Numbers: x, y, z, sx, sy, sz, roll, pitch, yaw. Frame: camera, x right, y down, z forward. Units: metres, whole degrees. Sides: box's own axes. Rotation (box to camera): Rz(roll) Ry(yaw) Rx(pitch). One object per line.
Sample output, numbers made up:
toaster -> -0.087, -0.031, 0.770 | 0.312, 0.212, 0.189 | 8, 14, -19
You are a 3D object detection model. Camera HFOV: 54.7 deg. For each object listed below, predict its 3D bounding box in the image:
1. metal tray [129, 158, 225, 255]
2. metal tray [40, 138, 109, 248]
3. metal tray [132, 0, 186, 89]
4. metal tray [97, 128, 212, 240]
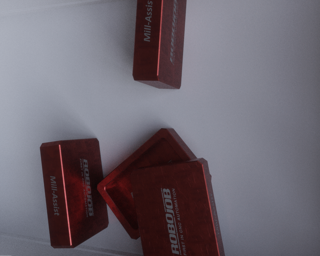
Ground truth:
metal tray -> 0.021, 0.106, 0.368 | 0.090, 0.030, 0.129 | -11, 87, 18
metal tray -> -0.111, 0.081, 0.413 | 0.030, 0.090, 0.129 | -8, 87, 20
metal tray -> 0.003, -0.116, 0.374 | 0.030, 0.090, 0.129 | 4, 91, 20
metal tray -> -0.010, 0.073, 0.410 | 0.130, 0.030, 0.090 | -41, 77, 15
